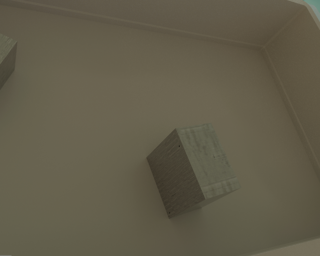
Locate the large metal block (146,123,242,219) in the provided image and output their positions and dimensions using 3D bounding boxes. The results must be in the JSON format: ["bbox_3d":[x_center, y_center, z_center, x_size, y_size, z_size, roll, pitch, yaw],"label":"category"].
[{"bbox_3d":[0.035,0.050,0.360,0.050,0.080,0.080,-9,66,-32],"label":"large metal block"}]

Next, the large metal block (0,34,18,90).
[{"bbox_3d":[-0.207,-0.066,0.318,0.080,0.050,0.080,24,53,-14],"label":"large metal block"}]
